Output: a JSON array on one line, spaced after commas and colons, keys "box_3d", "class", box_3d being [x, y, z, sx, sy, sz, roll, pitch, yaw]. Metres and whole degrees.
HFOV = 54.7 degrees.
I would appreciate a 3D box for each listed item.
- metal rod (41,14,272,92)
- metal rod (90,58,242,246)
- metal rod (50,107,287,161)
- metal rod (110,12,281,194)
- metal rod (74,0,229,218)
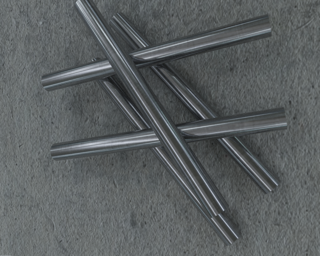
[{"box_3d": [-0.019, -0.089, 0.390, 0.301, 0.025, 0.025, -10, 87, 19], "class": "metal rod"}, {"box_3d": [-0.002, 0.022, 0.409, 0.025, 0.025, 0.300, -42, 77, 15], "class": "metal rod"}, {"box_3d": [-0.004, 0.011, 0.385, 0.301, 0.025, 0.025, -9, 87, 19], "class": "metal rod"}, {"box_3d": [0.036, -0.040, 0.396, 0.025, 0.025, 0.300, -44, 77, 14], "class": "metal rod"}, {"box_3d": [-0.016, -0.033, 0.362, 0.025, 0.025, 0.299, -36, 79, 16], "class": "metal rod"}]
